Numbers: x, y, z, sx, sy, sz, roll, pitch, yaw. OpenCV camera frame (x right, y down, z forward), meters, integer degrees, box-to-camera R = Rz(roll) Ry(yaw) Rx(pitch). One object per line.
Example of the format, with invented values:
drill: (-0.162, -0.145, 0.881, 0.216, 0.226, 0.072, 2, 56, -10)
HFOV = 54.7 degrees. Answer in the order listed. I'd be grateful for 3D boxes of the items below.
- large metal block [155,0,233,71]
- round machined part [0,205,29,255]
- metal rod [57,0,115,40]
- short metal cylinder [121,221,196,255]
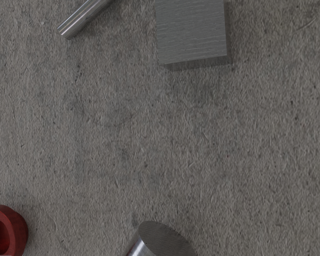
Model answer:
large metal block: (0.043, -0.118, 0.381, 0.080, 0.050, 0.080, -4, 89, 20)
round machined part: (-0.249, 0.169, 0.488, 0.098, 0.042, 0.097, 0, 90, 20)
metal rod: (-0.024, -0.223, 0.417, 0.300, 0.025, 0.025, -35, 79, 16)
short metal cylinder: (-0.003, 0.161, 0.381, 0.080, 0.080, 0.050, 33, 101, 17)
